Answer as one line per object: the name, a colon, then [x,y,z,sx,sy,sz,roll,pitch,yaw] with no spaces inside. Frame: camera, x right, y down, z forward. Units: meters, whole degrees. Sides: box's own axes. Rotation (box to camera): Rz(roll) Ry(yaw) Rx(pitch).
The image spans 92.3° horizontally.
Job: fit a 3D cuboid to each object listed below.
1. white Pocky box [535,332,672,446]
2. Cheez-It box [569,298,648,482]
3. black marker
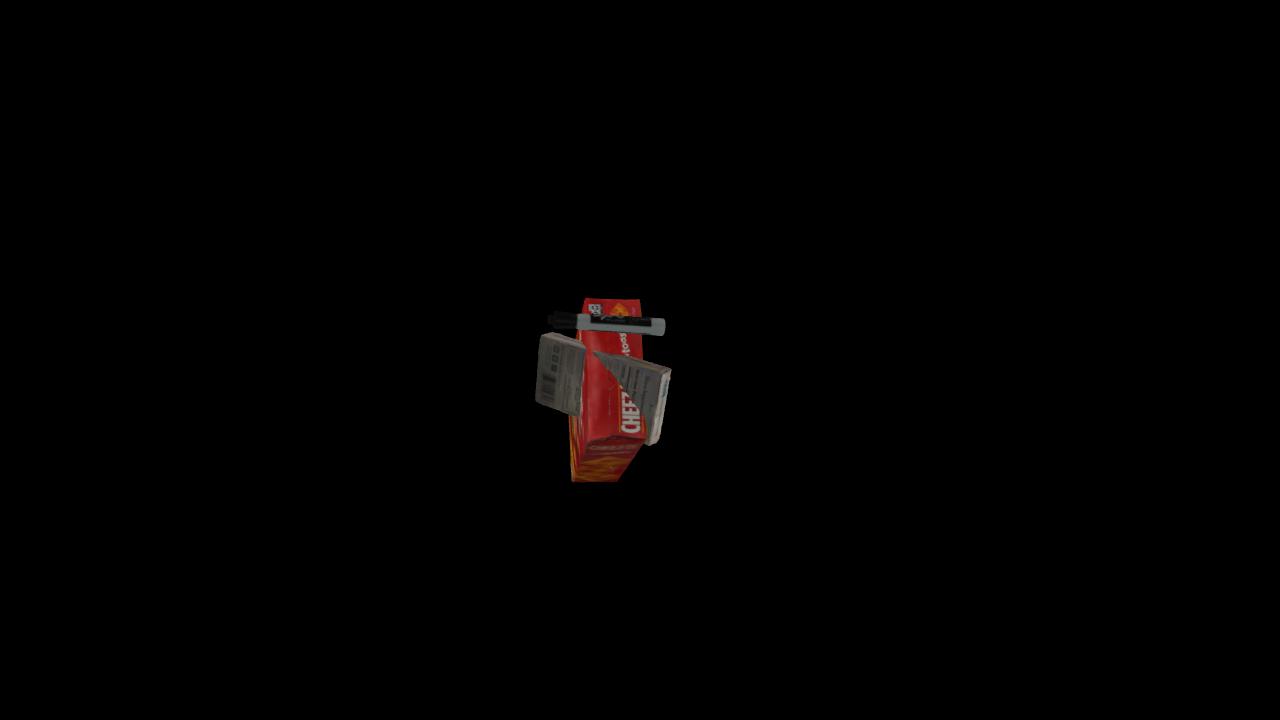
white Pocky box: [-0.044,0.028,0.665,0.154,0.084,0.028,17,20,25]
Cheez-It box: [-0.046,0.046,0.744,0.071,0.166,0.223,0,-22,-11]
black marker: [-0.034,-0.038,0.633,0.121,0.020,0.020,3,-1,-14]
